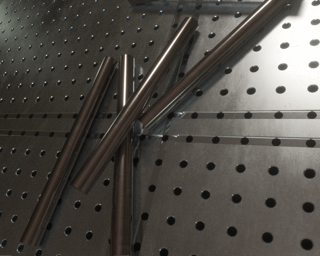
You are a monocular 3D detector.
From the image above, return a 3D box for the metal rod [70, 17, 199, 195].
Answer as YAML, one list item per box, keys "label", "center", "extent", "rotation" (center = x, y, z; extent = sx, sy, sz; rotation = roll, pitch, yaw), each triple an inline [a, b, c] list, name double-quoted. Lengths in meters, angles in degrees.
- label: "metal rod"
  center: [-0.024, -0.045, 0.423]
  extent: [0.025, 0.025, 0.300]
  rotation: [15, 62, 34]

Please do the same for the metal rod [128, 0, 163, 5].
- label: "metal rod"
  center: [0.066, -0.228, 0.495]
  extent: [0.300, 0.025, 0.025]
  rotation: [8, 66, 37]

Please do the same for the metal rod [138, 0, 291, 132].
- label: "metal rod"
  center: [0.087, -0.106, 0.426]
  extent: [0.300, 0.025, 0.025]
  rotation: [-43, 51, -2]

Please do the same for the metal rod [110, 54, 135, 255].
- label: "metal rod"
  center: [-0.048, 0.016, 0.422]
  extent: [0.025, 0.025, 0.299]
  rotation: [-15, 55, 19]

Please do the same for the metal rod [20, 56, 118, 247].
- label: "metal rod"
  center: [-0.126, 0.020, 0.459]
  extent: [0.025, 0.025, 0.300]
  rotation: [5, 64, 30]
